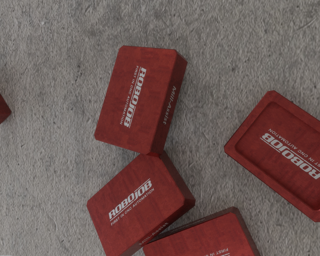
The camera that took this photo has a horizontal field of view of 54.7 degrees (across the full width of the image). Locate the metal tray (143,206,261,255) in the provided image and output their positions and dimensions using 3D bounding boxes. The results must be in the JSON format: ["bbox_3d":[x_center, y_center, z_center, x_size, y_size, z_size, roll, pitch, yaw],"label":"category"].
[{"bbox_3d":[0.054,0.164,0.387,0.130,0.030,0.090,-27,81,18],"label":"metal tray"}]

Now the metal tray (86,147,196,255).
[{"bbox_3d":[-0.029,0.097,0.401,0.130,0.030,0.090,-42,57,15],"label":"metal tray"}]

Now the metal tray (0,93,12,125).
[{"bbox_3d":[-0.300,-0.049,0.459,0.030,0.130,0.090,-40,78,16],"label":"metal tray"}]

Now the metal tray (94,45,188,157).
[{"bbox_3d":[-0.026,-0.036,0.396,0.090,0.030,0.129,14,86,31],"label":"metal tray"}]

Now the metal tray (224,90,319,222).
[{"bbox_3d":[0.152,0.029,0.352,0.130,0.030,0.090,39,102,15],"label":"metal tray"}]
